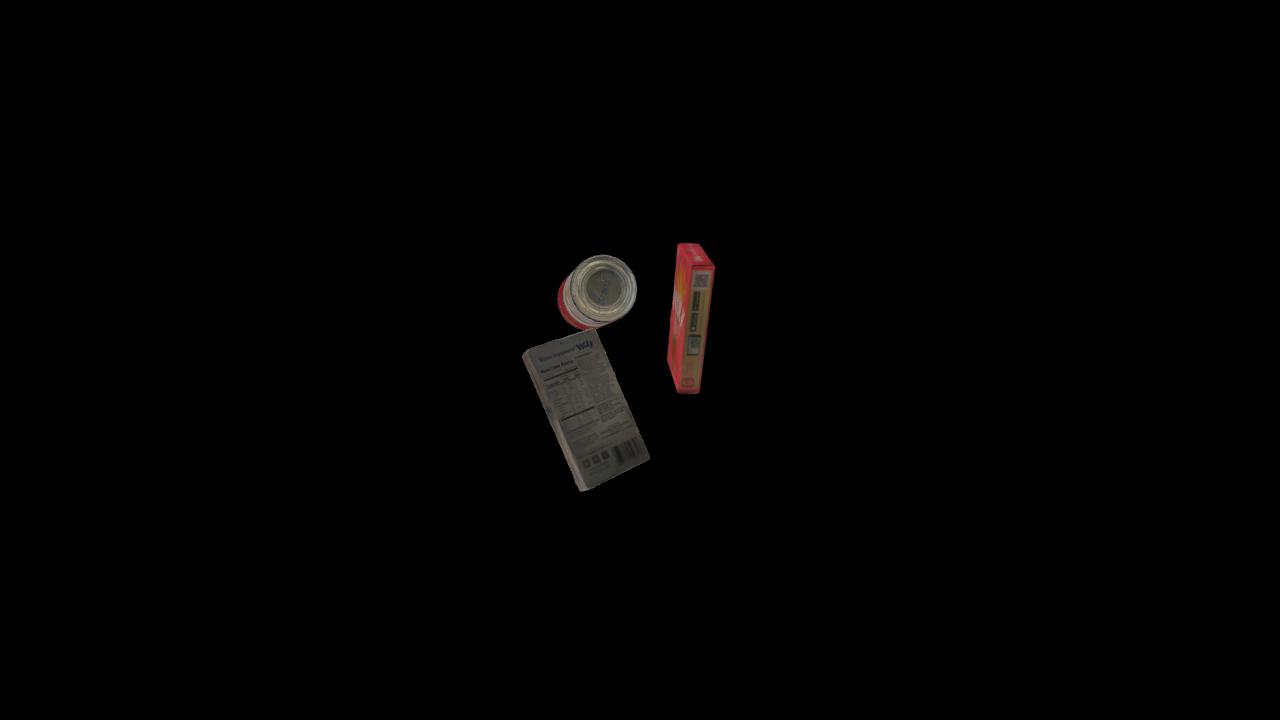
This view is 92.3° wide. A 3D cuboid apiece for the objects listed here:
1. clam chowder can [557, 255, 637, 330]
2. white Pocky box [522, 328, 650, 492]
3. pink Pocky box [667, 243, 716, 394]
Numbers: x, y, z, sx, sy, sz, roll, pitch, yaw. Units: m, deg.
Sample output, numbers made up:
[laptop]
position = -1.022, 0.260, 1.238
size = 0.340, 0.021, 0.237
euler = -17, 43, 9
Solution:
[clam chowder can]
position = -0.046, -0.067, 0.634
size = 0.068, 0.068, 0.102
euler = 0, -1, -14
[white Pocky box]
position = -0.055, 0.050, 0.640
size = 0.084, 0.154, 0.028
euler = -21, -5, -31
[pink Pocky box]
position = 0.056, -0.048, 0.701
size = 0.029, 0.155, 0.084
euler = 0, 27, -8
